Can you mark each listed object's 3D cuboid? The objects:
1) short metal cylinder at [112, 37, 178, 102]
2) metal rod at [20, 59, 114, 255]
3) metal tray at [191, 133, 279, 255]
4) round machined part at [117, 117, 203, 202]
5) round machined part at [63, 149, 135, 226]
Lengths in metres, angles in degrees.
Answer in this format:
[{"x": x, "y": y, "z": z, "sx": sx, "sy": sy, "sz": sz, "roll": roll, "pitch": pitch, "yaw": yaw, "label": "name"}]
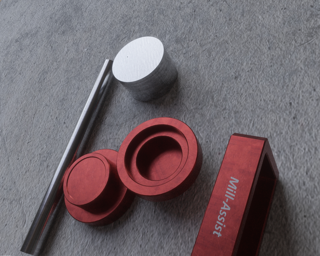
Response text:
[{"x": -0.021, "y": -0.085, "z": 0.450, "sx": 0.080, "sy": 0.050, "sz": 0.080, "roll": -13, "pitch": 56, "yaw": 20, "label": "short metal cylinder"}, {"x": -0.122, "y": 0.027, "z": 0.449, "sx": 0.025, "sy": 0.025, "sz": 0.300, "roll": 4, "pitch": 63, "yaw": 29, "label": "metal rod"}, {"x": 0.070, "y": 0.081, "z": 0.274, "sx": 0.030, "sy": 0.090, "sz": 0.130, "roll": 10, "pitch": 67, "yaw": 32, "label": "metal tray"}, {"x": 0.003, "y": 0.039, "z": 0.364, "sx": 0.098, "sy": 0.042, "sz": 0.098, "roll": -11, "pitch": 57, "yaw": 17, "label": "round machined part"}, {"x": -0.081, "y": 0.070, "z": 0.391, "sx": 0.098, "sy": 0.042, "sz": 0.098, "roll": -13, "pitch": 56, "yaw": 20, "label": "round machined part"}]
